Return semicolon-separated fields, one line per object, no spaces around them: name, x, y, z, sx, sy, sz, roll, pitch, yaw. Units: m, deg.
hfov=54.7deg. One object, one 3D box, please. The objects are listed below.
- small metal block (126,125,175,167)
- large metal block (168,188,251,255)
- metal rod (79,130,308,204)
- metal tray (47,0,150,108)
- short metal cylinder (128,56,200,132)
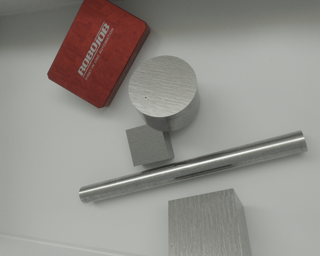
small metal block;-0.013;0.021;0.414;0.050;0.025;0.050;-15;85;19
large metal block;0.057;0.124;0.356;0.080;0.050;0.080;-16;47;19
metal rod;0.028;0.056;0.400;0.301;0.025;0.025;-17;85;18
metal tray;-0.084;-0.104;0.425;0.090;0.030;0.129;31;100;2
short metal cylinder;0.007;-0.041;0.380;0.080;0.050;0.080;-4;69;10
